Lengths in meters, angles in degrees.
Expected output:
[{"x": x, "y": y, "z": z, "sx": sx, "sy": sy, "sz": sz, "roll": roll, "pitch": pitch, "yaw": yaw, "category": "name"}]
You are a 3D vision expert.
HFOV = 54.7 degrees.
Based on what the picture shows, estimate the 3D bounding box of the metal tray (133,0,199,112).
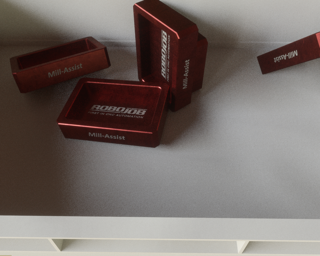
[{"x": 0.005, "y": -0.095, "z": 0.416, "sx": 0.030, "sy": 0.129, "sz": 0.090, "roll": -31, "pitch": 57, "yaw": -23, "category": "metal tray"}]

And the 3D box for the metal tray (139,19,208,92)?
[{"x": 0.015, "y": -0.121, "z": 0.464, "sx": 0.030, "sy": 0.090, "sz": 0.130, "roll": -27, "pitch": 55, "yaw": -20, "category": "metal tray"}]

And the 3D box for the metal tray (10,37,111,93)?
[{"x": -0.150, "y": -0.099, "z": 0.464, "sx": 0.131, "sy": 0.030, "sz": 0.090, "roll": -21, "pitch": 33, "yaw": -17, "category": "metal tray"}]

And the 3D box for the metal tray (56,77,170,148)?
[{"x": -0.058, "y": -0.024, "z": 0.413, "sx": 0.131, "sy": 0.030, "sz": 0.090, "roll": 6, "pitch": 50, "yaw": 11, "category": "metal tray"}]

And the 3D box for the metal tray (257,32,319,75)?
[{"x": 0.215, "y": -0.114, "z": 0.442, "sx": 0.091, "sy": 0.130, "sz": 0.030, "roll": -20, "pitch": 95, "yaw": -16, "category": "metal tray"}]
